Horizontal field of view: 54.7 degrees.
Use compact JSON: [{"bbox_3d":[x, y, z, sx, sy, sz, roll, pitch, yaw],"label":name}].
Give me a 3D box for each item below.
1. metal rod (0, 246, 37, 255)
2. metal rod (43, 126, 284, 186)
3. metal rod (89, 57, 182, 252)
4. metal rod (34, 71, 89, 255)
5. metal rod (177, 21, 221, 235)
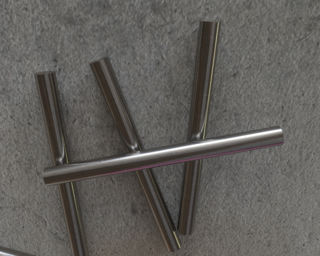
[{"bbox_3d":[-0.219,0.206,0.482,0.302,0.025,0.025,19,109,-8],"label":"metal rod"},{"bbox_3d":[0.002,0.036,0.395,0.302,0.025,0.025,-10,110,3],"label":"metal rod"},{"bbox_3d":[-0.027,0.049,0.427,0.025,0.025,0.298,-18,109,6],"label":"metal rod"},{"bbox_3d":[-0.132,0.071,0.434,0.025,0.025,0.298,-4,110,1],"label":"metal rod"},{"bbox_3d":[0.049,0.014,0.415,0.025,0.025,0.298,4,110,-2],"label":"metal rod"}]
